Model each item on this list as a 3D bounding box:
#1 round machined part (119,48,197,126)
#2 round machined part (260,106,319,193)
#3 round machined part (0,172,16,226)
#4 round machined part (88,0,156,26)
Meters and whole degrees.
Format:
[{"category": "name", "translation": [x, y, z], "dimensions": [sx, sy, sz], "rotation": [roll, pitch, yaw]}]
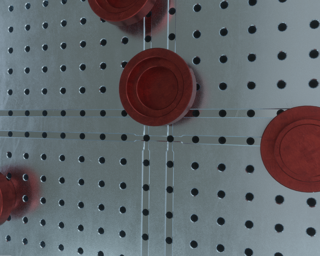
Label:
[{"category": "round machined part", "translation": [0.000, -0.051, 0.404], "dimensions": [0.098, 0.042, 0.097], "rotation": [0, 90, 20]}, {"category": "round machined part", "translation": [0.163, 0.024, 0.346], "dimensions": [0.098, 0.042, 0.097], "rotation": [0, 90, 20]}, {"category": "round machined part", "translation": [-0.276, 0.113, 0.502], "dimensions": [0.098, 0.042, 0.097], "rotation": [0, 90, 20]}, {"category": "round machined part", "translation": [-0.047, -0.187, 0.421], "dimensions": [0.098, 0.042, 0.097], "rotation": [0, 90, 20]}]
